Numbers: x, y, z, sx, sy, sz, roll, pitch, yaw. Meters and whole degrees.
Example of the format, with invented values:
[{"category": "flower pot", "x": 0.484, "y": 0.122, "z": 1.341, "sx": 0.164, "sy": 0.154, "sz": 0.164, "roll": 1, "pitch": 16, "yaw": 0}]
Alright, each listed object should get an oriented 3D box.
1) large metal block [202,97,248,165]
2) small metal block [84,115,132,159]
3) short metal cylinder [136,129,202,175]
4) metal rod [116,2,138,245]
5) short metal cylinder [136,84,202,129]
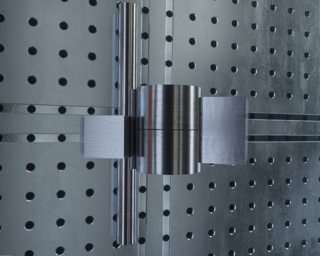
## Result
[{"category": "large metal block", "x": 0.087, "y": 0.003, "z": 0.404, "sx": 0.050, "sy": 0.080, "sz": 0.079, "roll": 1, "pitch": 90, "yaw": 18}, {"category": "small metal block", "x": -0.062, "y": 0.010, "z": 0.374, "sx": 0.050, "sy": 0.025, "sz": 0.050, "roll": 0, "pitch": 89, "yaw": 14}, {"category": "short metal cylinder", "x": 0.011, "y": 0.027, "z": 0.383, "sx": 0.081, "sy": 0.080, "sz": 0.050, "roll": 1, "pitch": 90, "yaw": -20}, {"category": "metal rod", "x": -0.041, "y": -0.005, "z": 0.393, "sx": 0.025, "sy": 0.025, "sz": 0.298, "roll": 0, "pitch": 90, "yaw": -20}, {"category": "short metal cylinder", "x": 0.011, "y": -0.024, "z": 0.383, "sx": 0.081, "sy": 0.080, "sz": 0.050, "roll": 1, "pitch": 90, "yaw": -20}]
